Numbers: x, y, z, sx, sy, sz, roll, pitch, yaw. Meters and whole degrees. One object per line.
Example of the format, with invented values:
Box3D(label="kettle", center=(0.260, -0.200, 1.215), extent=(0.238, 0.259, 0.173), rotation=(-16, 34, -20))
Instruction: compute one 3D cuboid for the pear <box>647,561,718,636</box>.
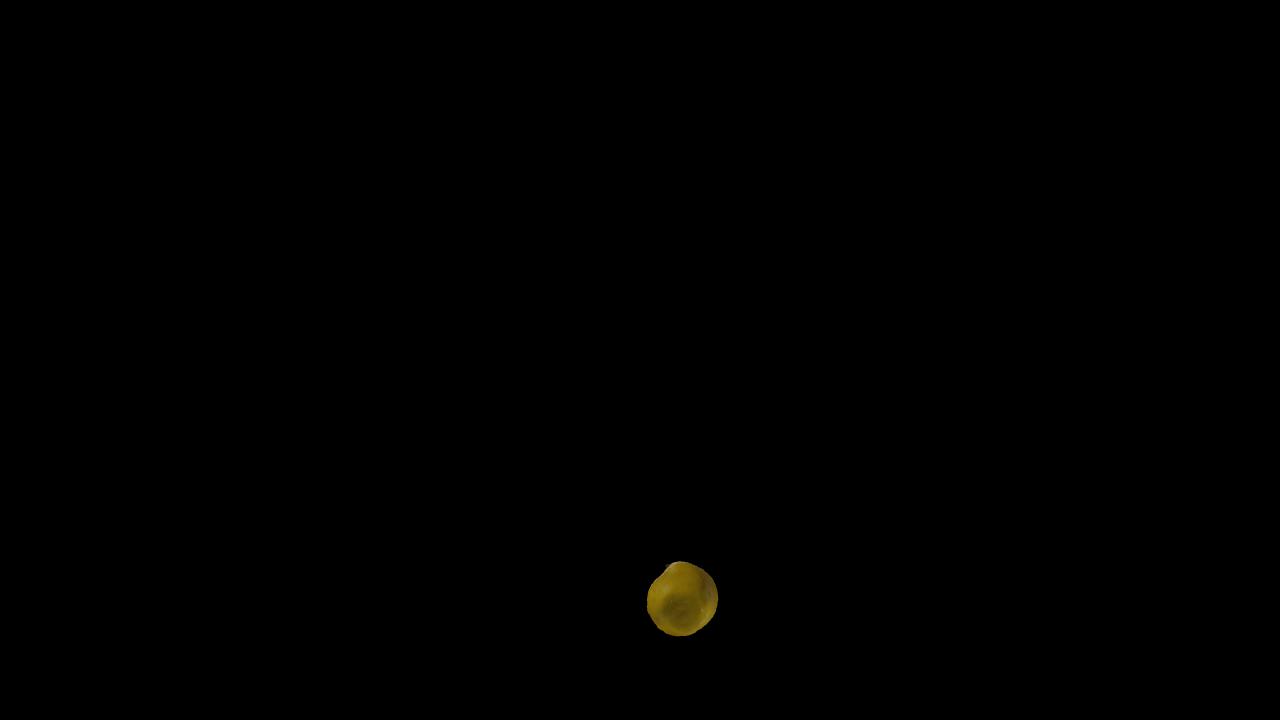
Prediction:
Box3D(label="pear", center=(0.049, 0.261, 0.706), extent=(0.080, 0.080, 0.111), rotation=(0, 13, 5))
